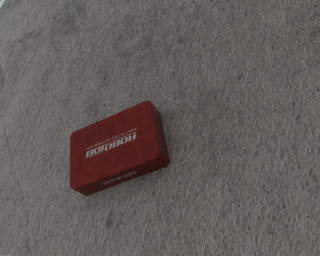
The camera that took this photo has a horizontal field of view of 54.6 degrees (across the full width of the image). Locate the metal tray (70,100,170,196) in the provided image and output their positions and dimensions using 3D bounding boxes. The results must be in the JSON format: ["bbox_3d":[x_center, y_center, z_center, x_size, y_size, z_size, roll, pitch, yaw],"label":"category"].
[{"bbox_3d":[-0.058,0.027,0.416,0.130,0.030,0.090,-22,53,15],"label":"metal tray"}]
